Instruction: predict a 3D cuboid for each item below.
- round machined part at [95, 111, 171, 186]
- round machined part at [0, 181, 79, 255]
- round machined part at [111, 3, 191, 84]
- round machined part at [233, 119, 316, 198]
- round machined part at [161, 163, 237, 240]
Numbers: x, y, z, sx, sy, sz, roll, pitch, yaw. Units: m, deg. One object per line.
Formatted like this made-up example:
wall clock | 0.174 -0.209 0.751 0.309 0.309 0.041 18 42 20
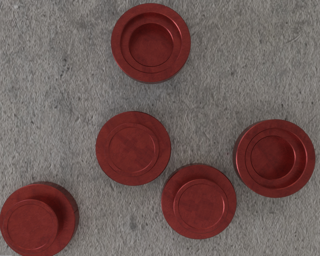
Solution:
round machined part | -0.034 0.027 0.401 0.099 0.042 0.097 0 90 0
round machined part | -0.159 0.121 0.400 0.099 0.042 0.097 0 90 0
round machined part | -0.011 -0.105 0.401 0.099 0.042 0.097 0 90 0
round machined part | 0.143 0.038 0.402 0.099 0.042 0.097 0 90 0
round machined part | 0.051 0.097 0.402 0.099 0.042 0.097 0 90 0
